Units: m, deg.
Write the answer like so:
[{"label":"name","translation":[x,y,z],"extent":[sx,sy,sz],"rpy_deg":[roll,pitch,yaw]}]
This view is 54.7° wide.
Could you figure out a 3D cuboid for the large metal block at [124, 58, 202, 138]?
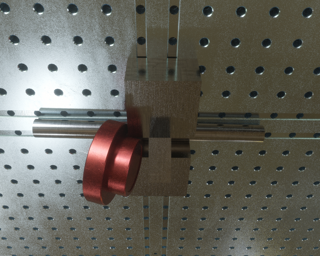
[{"label":"large metal block","translation":[0.003,-0.035,0.366],"extent":[0.081,0.050,0.079],"rpy_deg":[0,130,-1]}]

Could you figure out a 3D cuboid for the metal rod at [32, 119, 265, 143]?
[{"label":"metal rod","translation":[-0.013,0.004,0.415],"extent":[0.302,0.025,0.025],"rpy_deg":[1,130,-2]}]

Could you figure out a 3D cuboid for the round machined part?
[{"label":"round machined part","translation":[-0.049,0.042,0.361],"extent":[0.042,0.098,0.097],"rpy_deg":[13,131,8]}]

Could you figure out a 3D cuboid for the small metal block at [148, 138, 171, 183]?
[{"label":"small metal block","translation":[0.000,0.037,0.369],"extent":[0.025,0.050,0.050],"rpy_deg":[1,86,-1]}]

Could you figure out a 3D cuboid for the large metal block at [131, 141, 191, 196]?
[{"label":"large metal block","translation":[-0.001,0.052,0.440],"extent":[0.081,0.050,0.079],"rpy_deg":[1,130,-1]}]
